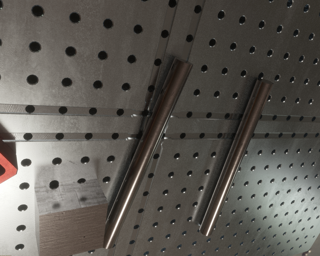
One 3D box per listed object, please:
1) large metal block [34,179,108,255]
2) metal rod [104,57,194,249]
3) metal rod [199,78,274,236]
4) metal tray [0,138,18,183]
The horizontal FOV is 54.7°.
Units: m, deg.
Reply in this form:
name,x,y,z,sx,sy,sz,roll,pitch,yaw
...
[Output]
name,x,y,z,sx,sy,sz,roll,pitch,yaw
large metal block,-0.118,0.119,0.405,0.081,0.050,0.079,-4,120,-27
metal rod,-0.027,0.047,0.427,0.025,0.025,0.298,10,113,-33
metal rod,0.120,0.062,0.517,0.025,0.025,0.298,0,118,-29
metal tray,-0.227,0.043,0.310,0.131,0.030,0.090,-32,129,-8
